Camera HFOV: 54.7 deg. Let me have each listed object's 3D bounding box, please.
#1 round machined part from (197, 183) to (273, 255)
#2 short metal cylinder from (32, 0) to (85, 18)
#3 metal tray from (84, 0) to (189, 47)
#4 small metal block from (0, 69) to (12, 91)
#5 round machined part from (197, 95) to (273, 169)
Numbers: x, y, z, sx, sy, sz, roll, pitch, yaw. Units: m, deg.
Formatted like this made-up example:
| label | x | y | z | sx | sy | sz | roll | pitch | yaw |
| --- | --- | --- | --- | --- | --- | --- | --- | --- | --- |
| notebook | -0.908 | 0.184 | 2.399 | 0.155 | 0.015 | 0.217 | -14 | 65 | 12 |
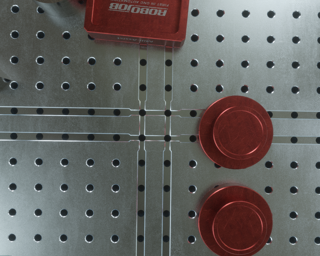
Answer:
| label | x | y | z | sx | sy | sz | roll | pitch | yaw |
| --- | --- | --- | --- | --- | --- | --- | --- | --- | --- |
| round machined part | 0.100 | 0.125 | 0.406 | 0.099 | 0.042 | 0.097 | 0 | 90 | -1 |
| short metal cylinder | -0.134 | -0.191 | 0.399 | 0.081 | 0.050 | 0.079 | 0 | 90 | -1 |
| metal tray | -0.028 | -0.161 | 0.410 | 0.131 | 0.030 | 0.089 | 6 | 90 | -1 |
| small metal block | -0.229 | -0.074 | 0.398 | 0.025 | 0.050 | 0.050 | -44 | 91 | 0 |
| round machined part | 0.100 | 0.006 | 0.406 | 0.099 | 0.042 | 0.097 | 0 | 90 | -1 |
